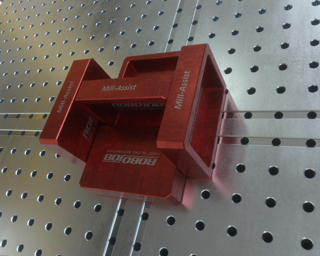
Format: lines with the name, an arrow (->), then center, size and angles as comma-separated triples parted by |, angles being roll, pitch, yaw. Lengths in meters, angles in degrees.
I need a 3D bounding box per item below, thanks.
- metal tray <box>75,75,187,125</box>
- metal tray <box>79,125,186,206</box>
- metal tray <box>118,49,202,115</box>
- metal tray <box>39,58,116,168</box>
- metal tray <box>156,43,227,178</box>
metal tray -> -0.029, -0.026, 0.394 | 0.130, 0.090, 0.030 | 1, 63, 28
metal tray -> -0.031, 0.043, 0.392 | 0.130, 0.030, 0.090 | 1, 62, 28
metal tray -> -0.001, -0.064, 0.443 | 0.130, 0.030, 0.090 | 1, 62, 28
metal tray -> -0.101, -0.019, 0.429 | 0.030, 0.090, 0.130 | 1, 62, 28
metal tray -> 0.042, -0.019, 0.354 | 0.030, 0.090, 0.130 | 1, 62, 28
